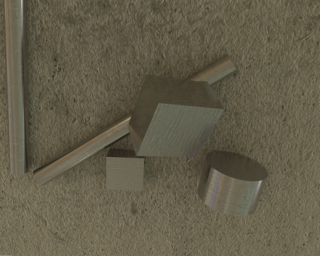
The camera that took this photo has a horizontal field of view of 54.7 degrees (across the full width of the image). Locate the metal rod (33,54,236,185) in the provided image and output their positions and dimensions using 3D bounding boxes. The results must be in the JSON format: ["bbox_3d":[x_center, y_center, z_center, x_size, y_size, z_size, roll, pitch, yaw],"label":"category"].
[{"bbox_3d":[-0.040,-0.006,0.407,0.300,0.025,0.025,-30,108,10],"label":"metal rod"}]

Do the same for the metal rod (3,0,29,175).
[{"bbox_3d":[-0.175,-0.080,0.377,0.025,0.025,0.298,7,110,-3],"label":"metal rod"}]

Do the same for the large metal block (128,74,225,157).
[{"bbox_3d":[0.016,-0.011,0.366,0.081,0.050,0.079,3,132,-25],"label":"large metal block"}]

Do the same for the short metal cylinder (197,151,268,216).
[{"bbox_3d":[0.094,0.070,0.408,0.081,0.080,0.050,10,110,-4],"label":"short metal cylinder"}]

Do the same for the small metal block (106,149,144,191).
[{"bbox_3d":[-0.047,0.058,0.431,0.050,0.025,0.050,3,110,-2],"label":"small metal block"}]
